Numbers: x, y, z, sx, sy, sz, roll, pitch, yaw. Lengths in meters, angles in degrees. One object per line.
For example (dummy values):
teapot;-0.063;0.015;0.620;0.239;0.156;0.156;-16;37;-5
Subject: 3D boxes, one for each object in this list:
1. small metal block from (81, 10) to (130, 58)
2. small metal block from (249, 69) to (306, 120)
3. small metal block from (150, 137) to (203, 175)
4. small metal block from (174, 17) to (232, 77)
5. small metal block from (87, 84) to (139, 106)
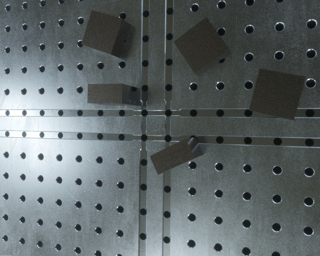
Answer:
small metal block;-0.077;-0.133;0.438;0.050;0.025;0.050;22;97;18
small metal block;0.137;-0.039;0.364;0.050;0.025;0.050;15;95;19
small metal block;0.022;0.034;0.391;0.050;0.050;0.025;-27;81;18
small metal block;0.054;-0.102;0.393;0.050;0.025;0.050;-34;79;16
small metal block;-0.063;-0.044;0.420;0.050;0.050;0.025;2;91;19
